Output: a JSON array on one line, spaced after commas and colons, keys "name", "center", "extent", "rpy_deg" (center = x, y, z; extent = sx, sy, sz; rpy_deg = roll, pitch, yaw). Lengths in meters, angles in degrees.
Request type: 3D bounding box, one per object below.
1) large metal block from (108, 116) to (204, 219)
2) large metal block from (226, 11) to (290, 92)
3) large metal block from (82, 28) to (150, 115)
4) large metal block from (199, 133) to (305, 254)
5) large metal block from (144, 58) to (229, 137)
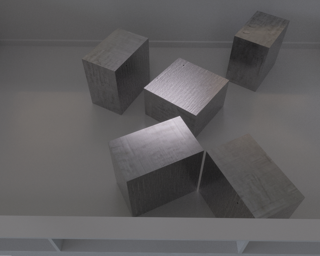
[{"name": "large metal block", "center": [-0.004, 0.043, 0.333], "extent": [0.081, 0.080, 0.050], "rpy_deg": [-20, 53, -16]}, {"name": "large metal block", "center": [0.146, -0.116, 0.467], "extent": [0.050, 0.080, 0.080], "rpy_deg": [27, 55, 21]}, {"name": "large metal block", "center": [-0.057, -0.079, 0.435], "extent": [0.050, 0.080, 0.080], "rpy_deg": [23, 54, 18]}, {"name": "large metal block", "center": [0.085, 0.067, 0.314], "extent": [0.050, 0.080, 0.080], "rpy_deg": [-21, 53, -17]}, {"name": "large metal block", "center": [0.035, -0.042, 0.424], "extent": [0.080, 0.050, 0.080], "rpy_deg": [30, 56, 23]}]
